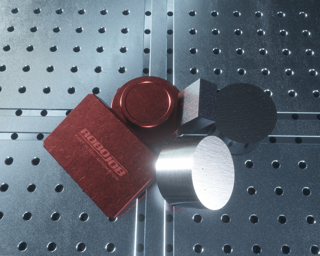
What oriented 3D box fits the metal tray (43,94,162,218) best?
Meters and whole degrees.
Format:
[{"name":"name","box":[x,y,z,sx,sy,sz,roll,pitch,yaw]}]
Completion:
[{"name":"metal tray","box":[-0.068,0.032,0.381,0.130,0.030,0.090,44,91,13]}]

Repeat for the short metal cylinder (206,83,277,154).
[{"name":"short metal cylinder","box":[0.102,-0.011,0.400,0.081,0.050,0.080,0,70,0]}]

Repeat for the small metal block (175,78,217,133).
[{"name":"small metal block","box":[0.045,-0.026,0.385,0.025,0.050,0.050,16,67,-24]}]

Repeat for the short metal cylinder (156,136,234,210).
[{"name":"short metal cylinder","box":[0.042,0.051,0.354,0.050,0.080,0.080,-9,63,43]}]

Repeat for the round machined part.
[{"name":"round machined part","box":[-0.016,-0.026,0.408,0.099,0.042,0.098,0,70,0]}]
